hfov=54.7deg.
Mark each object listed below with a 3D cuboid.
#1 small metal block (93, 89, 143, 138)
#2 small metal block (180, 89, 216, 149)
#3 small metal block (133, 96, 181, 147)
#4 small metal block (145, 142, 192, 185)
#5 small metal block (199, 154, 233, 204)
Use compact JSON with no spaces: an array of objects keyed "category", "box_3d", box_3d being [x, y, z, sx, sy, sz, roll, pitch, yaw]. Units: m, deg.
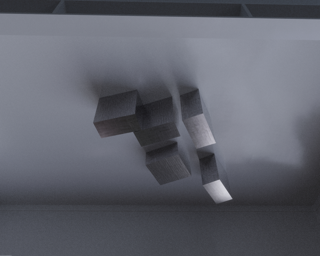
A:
[{"category":"small metal block","box_3d":[-0.049,-0.018,0.377,0.050,0.050,0.025,-11,129,9]},{"category":"small metal block","box_3d":[0.047,-0.011,0.384,0.025,0.050,0.050,-18,128,14]},{"category":"small metal block","box_3d":[-0.004,-0.009,0.385,0.050,0.050,0.025,-16,129,12]},{"category":"small metal block","box_3d":[0.013,0.053,0.455,0.050,0.025,0.050,-20,128,15]},{"category":"small metal block","box_3d":[0.082,0.075,0.458,0.025,0.050,0.050,-23,127,18]}]
